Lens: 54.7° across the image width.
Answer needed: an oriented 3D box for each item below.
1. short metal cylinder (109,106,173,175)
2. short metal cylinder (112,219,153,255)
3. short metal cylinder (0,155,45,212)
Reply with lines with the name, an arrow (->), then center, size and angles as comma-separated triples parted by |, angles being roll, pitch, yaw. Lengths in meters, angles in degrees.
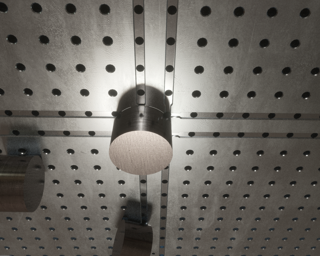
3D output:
short metal cylinder -> -0.024, 0.017, 0.410 | 0.081, 0.050, 0.079 | 0, 130, 0
short metal cylinder -> -0.050, 0.209, 0.553 | 0.050, 0.080, 0.079 | 16, 128, -14
short metal cylinder -> -0.203, 0.078, 0.439 | 0.050, 0.080, 0.079 | 1, 130, -2
